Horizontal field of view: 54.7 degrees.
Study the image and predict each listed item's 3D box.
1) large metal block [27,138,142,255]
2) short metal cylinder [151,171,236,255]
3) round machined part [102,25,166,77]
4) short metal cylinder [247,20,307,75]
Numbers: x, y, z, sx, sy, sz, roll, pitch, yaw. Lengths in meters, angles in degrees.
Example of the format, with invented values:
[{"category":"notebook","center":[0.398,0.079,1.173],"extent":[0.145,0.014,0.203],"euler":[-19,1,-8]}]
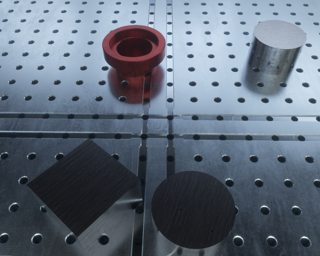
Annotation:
[{"category":"large metal block","center":[-0.077,0.070,0.332],"extent":[0.080,0.050,0.080],"euler":[34,58,25]},{"category":"short metal cylinder","center":[0.032,0.091,0.315],"extent":[0.081,0.050,0.080],"euler":[0,50,0]},{"category":"round machined part","center":[-0.040,-0.120,0.497],"extent":[0.099,0.042,0.098],"euler":[0,50,0]},{"category":"short metal cylinder","center":[0.187,-0.131,0.503],"extent":[0.080,0.050,0.080],"euler":[0,50,0]}]
